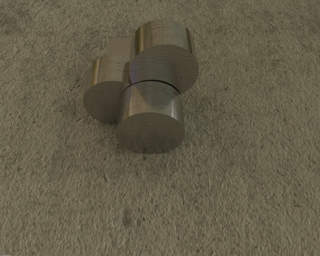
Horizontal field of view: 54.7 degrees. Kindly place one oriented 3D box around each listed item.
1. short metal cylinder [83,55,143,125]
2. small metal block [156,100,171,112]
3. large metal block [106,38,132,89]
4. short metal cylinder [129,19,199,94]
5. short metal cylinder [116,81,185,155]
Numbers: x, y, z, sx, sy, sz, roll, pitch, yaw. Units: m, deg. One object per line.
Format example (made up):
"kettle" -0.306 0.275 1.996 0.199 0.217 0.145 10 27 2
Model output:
"short metal cylinder" -0.058 -0.049 0.411 0.081 0.080 0.050 -2 50 -2
"small metal block" 0.008 -0.039 0.424 0.025 0.050 0.050 1 50 1
"large metal block" -0.037 -0.090 0.465 0.081 0.050 0.080 -1 50 -1
"short metal cylinder" 0.004 -0.082 0.374 0.081 0.080 0.050 -2 50 -2
"short metal cylinder" -0.011 -0.011 0.379 0.081 0.080 0.050 0 50 0
